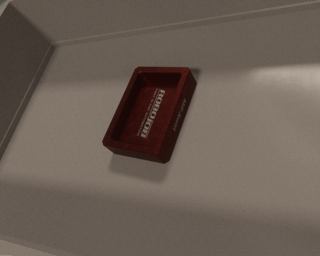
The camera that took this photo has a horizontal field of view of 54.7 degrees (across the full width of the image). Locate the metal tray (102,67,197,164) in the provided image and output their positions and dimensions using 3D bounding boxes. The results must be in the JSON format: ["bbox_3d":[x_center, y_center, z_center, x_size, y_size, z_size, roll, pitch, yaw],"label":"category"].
[{"bbox_3d":[-0.013,-0.023,0.421,0.090,0.030,0.130,8,65,31],"label":"metal tray"}]
